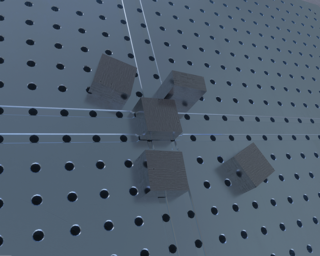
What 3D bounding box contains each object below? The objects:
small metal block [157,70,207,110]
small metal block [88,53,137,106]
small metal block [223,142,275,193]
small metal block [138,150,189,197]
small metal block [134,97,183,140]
[{"bbox_3d":[0.030,-0.052,0.440,0.050,0.050,0.025,7,59,-25],"label":"small metal block"},{"bbox_3d":[-0.062,-0.065,0.414,0.050,0.025,0.050,20,54,-16],"label":"small metal block"},{"bbox_3d":[0.127,0.056,0.442,0.050,0.025,0.050,-27,76,-37],"label":"small metal block"},{"bbox_3d":[0.003,0.055,0.376,0.050,0.025,0.050,5,59,-26],"label":"small metal block"},{"bbox_3d":[-0.003,-0.012,0.413,0.050,0.025,0.050,2,61,-27],"label":"small metal block"}]
